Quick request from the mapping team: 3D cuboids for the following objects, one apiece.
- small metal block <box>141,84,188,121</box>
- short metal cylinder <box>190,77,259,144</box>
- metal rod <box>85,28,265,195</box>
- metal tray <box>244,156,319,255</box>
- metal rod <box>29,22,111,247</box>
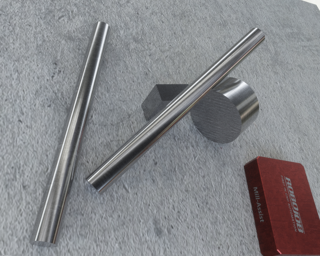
[{"bbox_3d":[0.010,-0.034,0.415,0.050,0.050,0.025,-5,65,-31],"label":"small metal block"},{"bbox_3d":[0.090,-0.025,0.434,0.080,0.080,0.050,50,51,6],"label":"short metal cylinder"},{"bbox_3d":[0.032,-0.033,0.382,0.025,0.025,0.301,46,70,3],"label":"metal rod"},{"bbox_3d":[0.172,0.109,0.430,0.091,0.030,0.130,11,57,-23],"label":"metal tray"},{"bbox_3d":[-0.095,-0.019,0.364,0.025,0.025,0.300,18,55,-18],"label":"metal rod"}]
